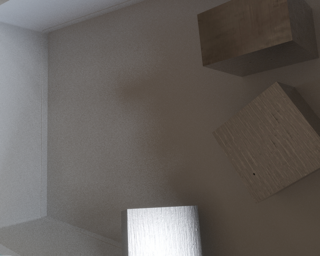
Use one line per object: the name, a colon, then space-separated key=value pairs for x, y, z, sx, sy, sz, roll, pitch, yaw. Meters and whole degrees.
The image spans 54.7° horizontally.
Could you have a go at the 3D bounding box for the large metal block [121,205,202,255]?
large metal block: x=0.000 y=0.133 z=0.353 sx=0.050 sy=0.081 sz=0.080 roll=130 pitch=139 yaw=-67

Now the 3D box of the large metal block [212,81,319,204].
large metal block: x=0.112 y=0.014 z=0.298 sx=0.080 sy=0.050 sz=0.080 roll=-43 pitch=64 yaw=31

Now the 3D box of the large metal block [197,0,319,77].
large metal block: x=0.094 y=-0.087 z=0.294 sx=0.080 sy=0.081 sz=0.050 roll=-9 pitch=84 yaw=39
